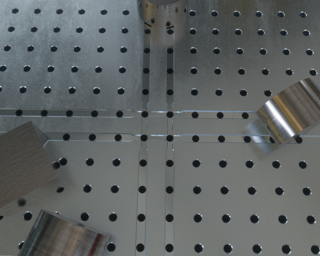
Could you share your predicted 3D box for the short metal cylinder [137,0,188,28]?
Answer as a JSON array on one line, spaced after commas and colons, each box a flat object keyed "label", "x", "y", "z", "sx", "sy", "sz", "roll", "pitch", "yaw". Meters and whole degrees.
[{"label": "short metal cylinder", "x": 0.004, "y": -0.202, "z": 0.472, "sx": 0.081, "sy": 0.050, "sz": 0.080, "roll": 0, "pitch": 70, "yaw": 0}]

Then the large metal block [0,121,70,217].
[{"label": "large metal block", "x": -0.171, "y": 0.051, "z": 0.379, "sx": 0.080, "sy": 0.050, "sz": 0.080, "roll": -29, "pitch": 73, "yaw": -10}]

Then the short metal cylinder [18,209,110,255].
[{"label": "short metal cylinder", "x": -0.102, "y": 0.127, "z": 0.335, "sx": 0.080, "sy": 0.080, "sz": 0.050, "roll": 20, "pitch": 71, "yaw": 7}]

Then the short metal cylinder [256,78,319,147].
[{"label": "short metal cylinder", "x": 0.170, "y": -0.018, "z": 0.390, "sx": 0.080, "sy": 0.080, "sz": 0.050, "roll": -27, "pitch": 72, "yaw": -9}]
